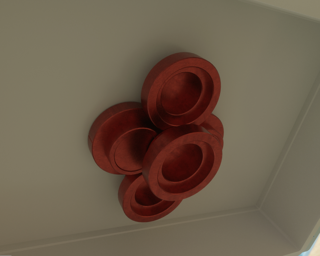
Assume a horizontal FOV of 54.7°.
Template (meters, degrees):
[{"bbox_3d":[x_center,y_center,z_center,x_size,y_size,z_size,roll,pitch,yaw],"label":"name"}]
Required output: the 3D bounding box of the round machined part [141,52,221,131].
[{"bbox_3d":[0.022,-0.046,0.380,0.099,0.042,0.097,-14,125,-21],"label":"round machined part"}]

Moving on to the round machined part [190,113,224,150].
[{"bbox_3d":[0.050,0.023,0.438,0.099,0.042,0.097,-14,125,-21],"label":"round machined part"}]

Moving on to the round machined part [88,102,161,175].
[{"bbox_3d":[-0.037,0.020,0.389,0.099,0.042,0.097,-14,125,-21],"label":"round machined part"}]

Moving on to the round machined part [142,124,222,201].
[{"bbox_3d":[0.023,0.037,0.378,0.099,0.042,0.097,-14,125,-21],"label":"round machined part"}]

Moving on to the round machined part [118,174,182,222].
[{"bbox_3d":[-0.013,0.083,0.441,0.099,0.042,0.097,-14,125,-21],"label":"round machined part"}]
